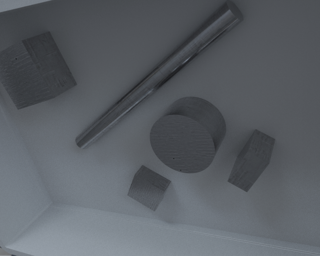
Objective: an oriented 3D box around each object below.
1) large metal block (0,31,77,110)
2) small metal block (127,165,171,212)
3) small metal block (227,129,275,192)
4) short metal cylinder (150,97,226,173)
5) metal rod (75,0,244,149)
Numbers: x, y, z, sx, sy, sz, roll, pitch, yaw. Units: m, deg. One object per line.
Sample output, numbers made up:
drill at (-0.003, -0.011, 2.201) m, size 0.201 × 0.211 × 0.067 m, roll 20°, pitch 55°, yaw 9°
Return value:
large metal block at (-0.178, -0.079, 0.435) m, size 0.080 × 0.050 × 0.080 m, roll -11°, pitch 113°, yaw 32°
small metal block at (-0.017, 0.092, 0.473) m, size 0.050 × 0.025 × 0.050 m, roll 28°, pitch 128°, yaw 9°
small metal block at (0.106, 0.037, 0.359) m, size 0.025 × 0.050 × 0.050 m, roll 29°, pitch 128°, yaw 9°
short metal cylinder at (0.035, 0.008, 0.378) m, size 0.080 × 0.050 × 0.079 m, roll 13°, pitch 124°, yaw 20°
metal rod at (-0.024, -0.046, 0.391) m, size 0.025 × 0.025 × 0.299 m, roll 49°, pitch 128°, yaw -7°
